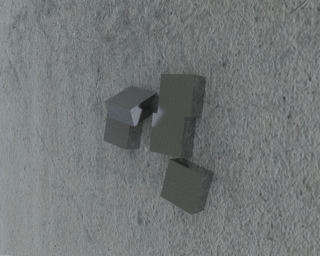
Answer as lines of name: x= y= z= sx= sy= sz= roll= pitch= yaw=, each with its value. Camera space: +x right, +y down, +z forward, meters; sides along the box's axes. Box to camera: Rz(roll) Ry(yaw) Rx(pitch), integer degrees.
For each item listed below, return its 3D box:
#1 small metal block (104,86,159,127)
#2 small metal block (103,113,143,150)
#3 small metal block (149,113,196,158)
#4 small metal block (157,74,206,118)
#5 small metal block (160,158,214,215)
small metal block: x=-0.037 y=-0.031 z=0.415 sx=0.050 sy=0.050 sz=0.025 roll=19 pitch=133 yaw=38
small metal block: x=-0.053 y=0.000 z=0.449 sx=0.050 sy=0.025 sz=0.050 roll=16 pitch=100 yaw=39
small metal block: x=0.016 y=0.008 z=0.392 sx=0.050 sy=0.025 sz=0.050 roll=9 pitch=96 yaw=39
small metal block: x=0.026 y=-0.040 z=0.383 sx=0.050 sy=0.025 sz=0.050 roll=9 pitch=96 yaw=39
small metal block: x=0.032 y=0.069 z=0.378 sx=0.050 sy=0.025 sz=0.050 roll=22 pitch=104 yaw=38
